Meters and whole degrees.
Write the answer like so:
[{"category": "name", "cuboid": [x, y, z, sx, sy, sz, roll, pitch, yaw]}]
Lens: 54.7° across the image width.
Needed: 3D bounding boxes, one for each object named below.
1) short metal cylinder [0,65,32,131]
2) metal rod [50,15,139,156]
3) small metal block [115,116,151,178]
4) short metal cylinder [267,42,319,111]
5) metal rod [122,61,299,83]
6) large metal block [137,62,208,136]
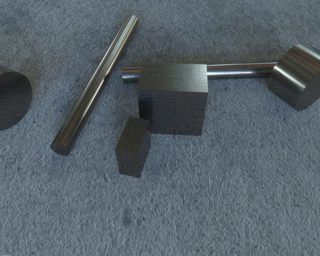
[{"category": "short metal cylinder", "cuboid": [-0.216, -0.043, 0.402, 0.050, 0.080, 0.080, 23, 54, 18]}, {"category": "metal rod", "cuboid": [-0.087, -0.085, 0.473, 0.025, 0.025, 0.300, 11, 51, 9]}, {"category": "small metal block", "cuboid": [-0.030, 0.023, 0.367, 0.025, 0.050, 0.050, 11, 51, 9]}, {"category": "short metal cylinder", "cuboid": [0.197, -0.070, 0.428, 0.081, 0.080, 0.050, -28, 56, -21]}, {"category": "metal rod", "cuboid": [0.095, -0.087, 0.477, 0.302, 0.025, 0.025, -3, 50, -3]}, {"category": "large metal block", "cuboid": [0.016, -0.036, 0.398, 0.080, 0.080, 0.050, 2, 50, 2]}]
